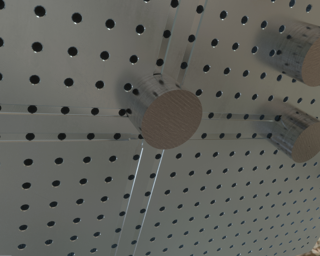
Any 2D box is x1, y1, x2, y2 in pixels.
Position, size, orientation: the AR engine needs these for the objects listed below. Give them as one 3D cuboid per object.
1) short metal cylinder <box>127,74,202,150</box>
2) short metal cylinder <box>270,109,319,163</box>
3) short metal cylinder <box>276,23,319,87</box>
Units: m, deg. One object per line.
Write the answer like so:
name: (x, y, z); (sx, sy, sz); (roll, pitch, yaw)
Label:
short metal cylinder: (0.005, -0.020, 0.385); (0.081, 0.050, 0.079); (-14, 124, -21)
short metal cylinder: (0.240, 0.013, 0.534); (0.081, 0.050, 0.079); (-14, 124, -21)
short metal cylinder: (0.217, -0.106, 0.448); (0.081, 0.050, 0.079); (-14, 124, -21)
